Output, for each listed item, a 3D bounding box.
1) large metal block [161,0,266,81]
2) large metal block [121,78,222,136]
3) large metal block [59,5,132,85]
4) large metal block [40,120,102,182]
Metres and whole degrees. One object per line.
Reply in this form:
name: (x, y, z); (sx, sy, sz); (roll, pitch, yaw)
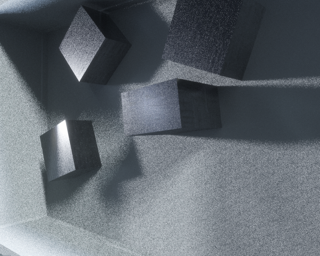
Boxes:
large metal block: (0.057, -0.104, 0.343); (0.080, 0.050, 0.079); (26, 106, 37)
large metal block: (0.014, -0.020, 0.359); (0.080, 0.081, 0.050); (-9, 85, 39)
large metal block: (-0.101, -0.125, 0.474); (0.080, 0.050, 0.080); (-50, 61, 28)
large metal block: (-0.149, 0.038, 0.514); (0.080, 0.050, 0.080); (-25, 75, 37)
